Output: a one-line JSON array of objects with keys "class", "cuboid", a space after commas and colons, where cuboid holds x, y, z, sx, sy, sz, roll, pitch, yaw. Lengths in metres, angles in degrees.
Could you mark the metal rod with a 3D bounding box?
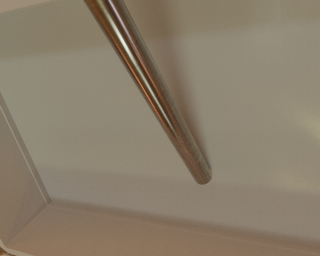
[{"class": "metal rod", "cuboid": [0.004, -0.021, 0.311, 0.025, 0.025, 0.299, 1, 145, 27]}]
